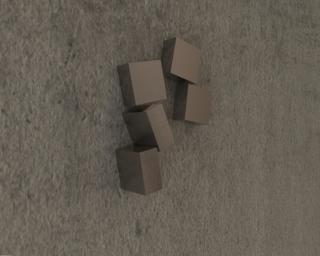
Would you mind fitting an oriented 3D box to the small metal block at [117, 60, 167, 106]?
[{"bbox_3d":[-0.022,-0.057,0.388,0.050,0.025,0.050,-16,101,-39],"label":"small metal block"}]

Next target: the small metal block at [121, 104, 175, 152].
[{"bbox_3d":[-0.015,-0.001,0.378,0.025,0.050,0.050,-30,109,-36],"label":"small metal block"}]

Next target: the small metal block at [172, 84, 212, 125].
[{"bbox_3d":[0.047,-0.032,0.447,0.050,0.025,0.050,11,83,-40],"label":"small metal block"}]

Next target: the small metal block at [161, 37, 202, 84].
[{"bbox_3d":[0.028,-0.091,0.431,0.050,0.025,0.050,16,80,-39],"label":"small metal block"}]

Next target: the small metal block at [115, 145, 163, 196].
[{"bbox_3d":[-0.026,0.049,0.369,0.025,0.050,0.050,-14,99,-40],"label":"small metal block"}]
